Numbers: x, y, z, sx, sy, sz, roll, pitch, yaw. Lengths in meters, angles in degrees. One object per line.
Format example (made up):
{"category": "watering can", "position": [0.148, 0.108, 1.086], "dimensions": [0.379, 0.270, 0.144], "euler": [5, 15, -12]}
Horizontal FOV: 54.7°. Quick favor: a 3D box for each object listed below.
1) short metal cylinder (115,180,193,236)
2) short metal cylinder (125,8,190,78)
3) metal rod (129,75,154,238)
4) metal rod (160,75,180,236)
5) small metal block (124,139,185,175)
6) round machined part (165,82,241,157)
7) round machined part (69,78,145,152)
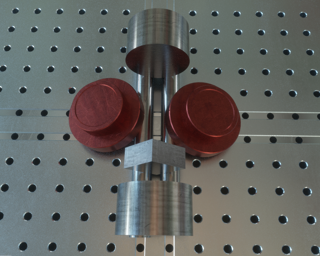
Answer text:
{"category": "short metal cylinder", "position": [-0.006, 0.087, 0.327], "dimensions": [0.080, 0.080, 0.050], "euler": [1, 70, 0]}
{"category": "short metal cylinder", "position": [-0.003, -0.106, 0.398], "dimensions": [0.080, 0.080, 0.050], "euler": [1, 70, 0]}
{"category": "metal rod", "position": [-0.021, -0.012, 0.415], "dimensions": [0.025, 0.025, 0.299], "euler": [1, 70, 0]}
{"category": "metal rod", "position": [0.014, -0.013, 0.416], "dimensions": [0.025, 0.025, 0.299], "euler": [1, 70, 0]}
{"category": "small metal block", "position": [-0.006, 0.035, 0.361], "dimensions": [0.050, 0.050, 0.025], "euler": [18, 64, -38]}
{"category": "round machined part", "position": [0.059, -0.015, 0.394], "dimensions": [0.099, 0.042, 0.098], "euler": [5, 70, -14]}
{"category": "round machined part", "position": [-0.073, -0.021, 0.397], "dimensions": [0.098, 0.042, 0.098], "euler": [-5, 69, 13]}
